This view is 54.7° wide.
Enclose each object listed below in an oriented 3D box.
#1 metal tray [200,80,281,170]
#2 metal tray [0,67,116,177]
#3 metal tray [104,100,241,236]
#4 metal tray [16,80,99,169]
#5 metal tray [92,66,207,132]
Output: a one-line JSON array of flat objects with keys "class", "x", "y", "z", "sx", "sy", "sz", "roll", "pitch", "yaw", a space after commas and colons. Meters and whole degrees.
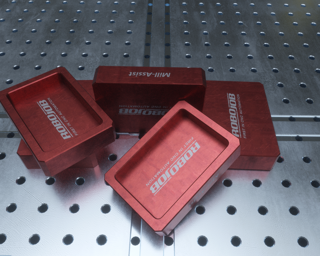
[{"class": "metal tray", "x": 0.098, "y": -0.008, "z": 0.411, "sx": 0.091, "sy": 0.030, "sz": 0.130, "roll": 2, "pitch": 50, "yaw": 1}, {"class": "metal tray", "x": -0.125, "y": -0.014, "z": 0.373, "sx": 0.091, "sy": 0.030, "sz": 0.130, "roll": -31, "pitch": 57, "yaw": -24}, {"class": "metal tray", "x": 0.015, "y": 0.041, "z": 0.346, "sx": 0.090, "sy": 0.030, "sz": 0.130, "roll": 39, "pitch": 77, "yaw": 27}, {"class": "metal tray", "x": -0.123, "y": -0.009, "z": 0.411, "sx": 0.091, "sy": 0.030, "sz": 0.130, "roll": -1, "pitch": 51, "yaw": -1}, {"class": "metal tray", "x": -0.012, "y": -0.033, "z": 0.392, "sx": 0.131, "sy": 0.089, "sz": 0.030, "roll": 1, "pitch": 50, "yaw": 0}]
